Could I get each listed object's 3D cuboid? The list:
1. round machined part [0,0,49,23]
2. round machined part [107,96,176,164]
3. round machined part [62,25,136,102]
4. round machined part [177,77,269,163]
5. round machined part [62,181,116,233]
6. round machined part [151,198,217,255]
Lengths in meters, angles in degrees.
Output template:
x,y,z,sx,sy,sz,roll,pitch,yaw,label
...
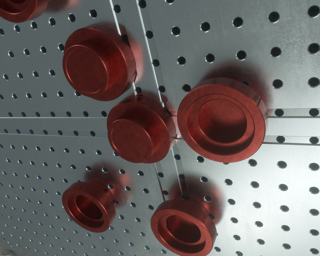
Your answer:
x,y,z,sx,sy,sz,roll,pitch,yaw,label
-0.174,-0.183,0.380,0.098,0.042,0.097,13,124,21,round machined part
-0.031,0.009,0.423,0.098,0.042,0.097,13,124,21,round machined part
-0.084,-0.078,0.397,0.098,0.042,0.097,13,124,21,round machined part
0.073,-0.012,0.355,0.098,0.042,0.097,13,124,21,round machined part
-0.119,0.133,0.546,0.098,0.042,0.097,13,124,21,round machined part
0.039,0.146,0.471,0.098,0.042,0.097,13,124,21,round machined part
